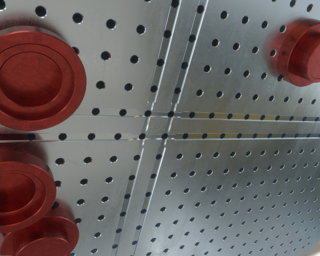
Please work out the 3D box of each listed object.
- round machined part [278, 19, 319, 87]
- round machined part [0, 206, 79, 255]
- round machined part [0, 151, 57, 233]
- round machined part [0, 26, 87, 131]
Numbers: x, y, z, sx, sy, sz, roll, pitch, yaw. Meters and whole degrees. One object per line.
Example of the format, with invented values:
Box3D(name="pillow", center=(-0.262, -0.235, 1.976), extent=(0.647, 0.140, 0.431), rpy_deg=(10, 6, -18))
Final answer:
Box3D(name="round machined part", center=(0.228, -0.106, 0.458), extent=(0.099, 0.042, 0.097), rpy_deg=(-14, 124, -21))
Box3D(name="round machined part", center=(-0.156, 0.155, 0.410), extent=(0.099, 0.042, 0.097), rpy_deg=(-14, 124, -21))
Box3D(name="round machined part", center=(-0.171, 0.067, 0.348), extent=(0.099, 0.042, 0.097), rpy_deg=(-14, 124, -21))
Box3D(name="round machined part", center=(-0.125, -0.049, 0.301), extent=(0.099, 0.042, 0.097), rpy_deg=(-14, 124, -21))
